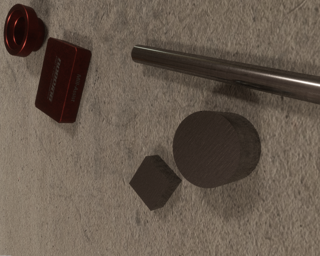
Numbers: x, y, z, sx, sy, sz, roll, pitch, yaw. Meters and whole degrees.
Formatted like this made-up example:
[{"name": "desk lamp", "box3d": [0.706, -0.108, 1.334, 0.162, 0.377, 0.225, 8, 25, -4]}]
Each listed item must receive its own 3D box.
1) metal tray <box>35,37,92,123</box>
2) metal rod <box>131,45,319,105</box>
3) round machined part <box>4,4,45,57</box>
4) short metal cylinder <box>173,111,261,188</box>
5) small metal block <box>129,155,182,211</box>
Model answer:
[{"name": "metal tray", "box3d": [-0.172, -0.083, 0.540, 0.090, 0.030, 0.129, 28, 107, 36]}, {"name": "metal rod", "box3d": [0.081, -0.060, 0.336, 0.300, 0.025, 0.025, 21, 103, 37]}, {"name": "round machined part", "box3d": [-0.263, -0.187, 0.607, 0.098, 0.042, 0.097, 0, 90, 39]}, {"name": "short metal cylinder", "box3d": [0.061, 0.022, 0.337, 0.080, 0.050, 0.079, 0, 90, 39]}, {"name": "small metal block", "box3d": [-0.007, 0.071, 0.409, 0.050, 0.025, 0.050, 45, 117, 30]}]
